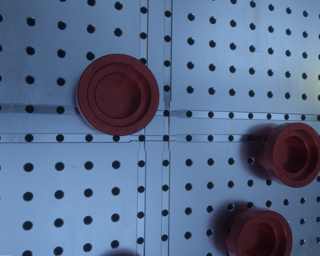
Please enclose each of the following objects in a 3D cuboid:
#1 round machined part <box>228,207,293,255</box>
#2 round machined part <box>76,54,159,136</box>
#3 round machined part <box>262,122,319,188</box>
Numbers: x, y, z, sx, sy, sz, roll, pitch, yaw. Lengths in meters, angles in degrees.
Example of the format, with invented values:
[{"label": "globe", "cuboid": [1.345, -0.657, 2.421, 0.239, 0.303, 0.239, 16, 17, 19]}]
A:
[{"label": "round machined part", "cuboid": [0.143, 0.166, 0.458, 0.099, 0.042, 0.097, 0, 90, -21]}, {"label": "round machined part", "cuboid": [-0.054, -0.039, 0.384, 0.099, 0.042, 0.097, 0, 90, -21]}, {"label": "round machined part", "cuboid": [0.199, 0.040, 0.479, 0.099, 0.042, 0.097, 0, 90, -21]}]
